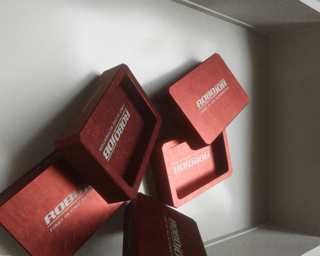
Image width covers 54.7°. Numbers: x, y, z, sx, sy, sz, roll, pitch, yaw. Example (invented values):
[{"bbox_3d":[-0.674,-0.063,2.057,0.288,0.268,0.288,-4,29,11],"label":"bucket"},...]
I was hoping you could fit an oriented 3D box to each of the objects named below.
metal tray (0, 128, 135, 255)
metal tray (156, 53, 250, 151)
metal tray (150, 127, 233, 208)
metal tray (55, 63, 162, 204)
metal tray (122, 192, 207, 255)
[{"bbox_3d":[-0.094,0.070,0.326,0.131,0.030,0.090,-44,117,-31],"label":"metal tray"},{"bbox_3d":[0.065,-0.040,0.435,0.131,0.030,0.090,-41,97,-38],"label":"metal tray"},{"bbox_3d":[0.048,0.046,0.446,0.131,0.030,0.089,-20,103,-39],"label":"metal tray"},{"bbox_3d":[-0.045,0.002,0.329,0.090,0.030,0.130,56,32,-29],"label":"metal tray"},{"bbox_3d":[0.007,0.130,0.333,0.090,0.130,0.030,30,103,-14],"label":"metal tray"}]
